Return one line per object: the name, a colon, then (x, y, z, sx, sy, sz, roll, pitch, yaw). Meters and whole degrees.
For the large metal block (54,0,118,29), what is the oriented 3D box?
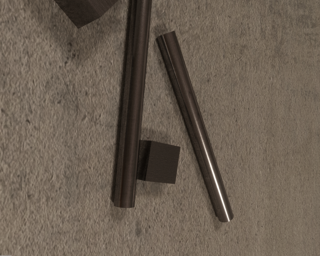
large metal block: (-0.077, -0.167, 0.325, 0.080, 0.050, 0.080, 50, 60, -29)

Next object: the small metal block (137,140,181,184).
small metal block: (-0.003, 0.045, 0.404, 0.050, 0.025, 0.050, 15, 81, -39)

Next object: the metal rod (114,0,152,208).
metal rod: (-0.031, -0.055, 0.380, 0.025, 0.025, 0.298, 8, 85, -40)

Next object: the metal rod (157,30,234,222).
metal rod: (0.057, 0.009, 0.454, 0.025, 0.025, 0.298, -32, 110, -36)
